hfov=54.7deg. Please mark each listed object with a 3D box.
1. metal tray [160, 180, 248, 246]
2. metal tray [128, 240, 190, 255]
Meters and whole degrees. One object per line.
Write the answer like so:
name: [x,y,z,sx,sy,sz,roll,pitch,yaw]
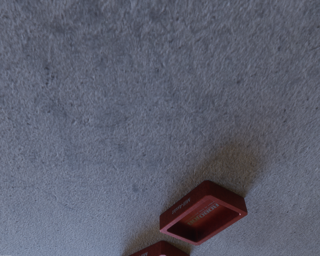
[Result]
metal tray: [0.072,0.150,0.532,0.090,0.030,0.129,29,124,-23]
metal tray: [-0.012,0.288,0.649,0.130,0.030,0.090,-34,123,25]
